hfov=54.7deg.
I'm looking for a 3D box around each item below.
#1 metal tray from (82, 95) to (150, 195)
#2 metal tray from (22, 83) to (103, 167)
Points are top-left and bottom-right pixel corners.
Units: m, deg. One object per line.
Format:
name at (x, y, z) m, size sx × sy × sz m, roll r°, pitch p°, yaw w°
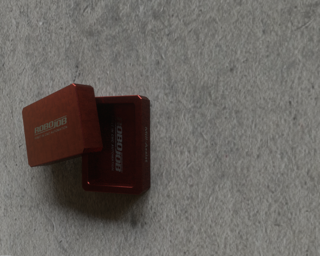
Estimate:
metal tray at (-0.061, 0.022, 0.426) m, size 0.090 × 0.030 × 0.129 m, roll 0°, pitch 90°, yaw 19°
metal tray at (-0.140, 0.000, 0.431) m, size 0.130 × 0.030 × 0.090 m, roll -16°, pitch 81°, yaw 36°
